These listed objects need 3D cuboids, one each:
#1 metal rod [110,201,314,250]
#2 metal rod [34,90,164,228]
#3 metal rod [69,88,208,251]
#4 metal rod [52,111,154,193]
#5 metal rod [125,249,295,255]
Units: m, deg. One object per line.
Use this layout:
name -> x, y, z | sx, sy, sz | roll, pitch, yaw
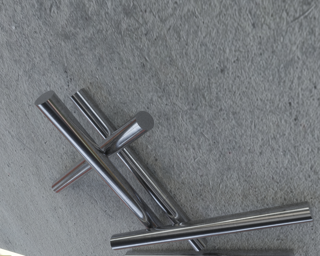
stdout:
metal rod -> 0.054, 0.144, 0.440 | 0.300, 0.025, 0.025 | -19, 109, 26
metal rod -> -0.064, 0.070, 0.429 | 0.025, 0.025, 0.299 | -6, 133, 31
metal rod -> -0.027, 0.067, 0.462 | 0.025, 0.025, 0.300 | -31, 102, 38
metal rod -> -0.102, 0.050, 0.465 | 0.025, 0.025, 0.299 | 49, 137, -7
metal rod -> 0.061, 0.212, 0.505 | 0.300, 0.025, 0.025 | -16, 110, 34
